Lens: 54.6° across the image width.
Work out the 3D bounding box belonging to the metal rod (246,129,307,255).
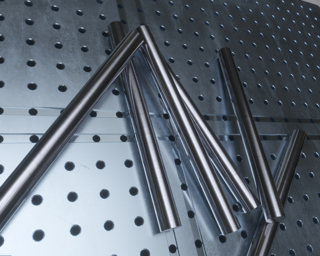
[{"bbox_3d":[0.162,0.103,0.431,0.025,0.025,0.301,40,51,-1],"label":"metal rod"}]

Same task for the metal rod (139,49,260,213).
[{"bbox_3d":[0.046,-0.018,0.443,0.025,0.025,0.299,-22,73,-36],"label":"metal rod"}]

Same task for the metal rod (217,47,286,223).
[{"bbox_3d":[0.129,-0.010,0.467,0.025,0.025,0.300,10,53,-23],"label":"metal rod"}]

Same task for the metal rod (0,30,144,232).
[{"bbox_3d":[-0.096,-0.014,0.347,0.025,0.025,0.301,34,57,-6],"label":"metal rod"}]

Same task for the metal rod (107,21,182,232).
[{"bbox_3d":[-0.027,-0.019,0.404,0.025,0.025,0.299,-3,63,-29],"label":"metal rod"}]

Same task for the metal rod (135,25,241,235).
[{"bbox_3d":[0.030,-0.008,0.414,0.025,0.025,0.299,-14,73,-34],"label":"metal rod"}]
